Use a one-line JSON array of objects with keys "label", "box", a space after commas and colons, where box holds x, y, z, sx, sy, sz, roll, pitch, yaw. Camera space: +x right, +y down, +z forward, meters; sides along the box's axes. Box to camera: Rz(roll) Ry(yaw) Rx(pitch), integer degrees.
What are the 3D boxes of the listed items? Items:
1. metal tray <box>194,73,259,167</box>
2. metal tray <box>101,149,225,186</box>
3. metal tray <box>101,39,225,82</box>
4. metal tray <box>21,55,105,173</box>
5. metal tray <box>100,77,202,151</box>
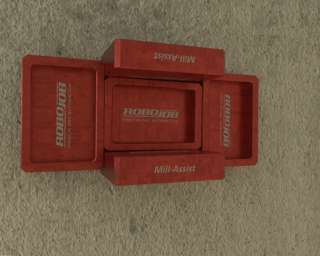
[{"label": "metal tray", "box": [0.095, -0.011, 0.444, 0.091, 0.030, 0.129, 1, 90, -21]}, {"label": "metal tray", "box": [0.001, 0.044, 0.375, 0.131, 0.090, 0.030, 0, 90, -20]}, {"label": "metal tray", "box": [0.001, -0.076, 0.377, 0.131, 0.090, 0.030, 0, 90, -20]}, {"label": "metal tray", "box": [-0.114, -0.016, 0.366, 0.091, 0.030, 0.129, 1, 90, -21]}, {"label": "metal tray", "box": [-0.010, -0.016, 0.405, 0.131, 0.030, 0.089, 1, 90, -21]}]
